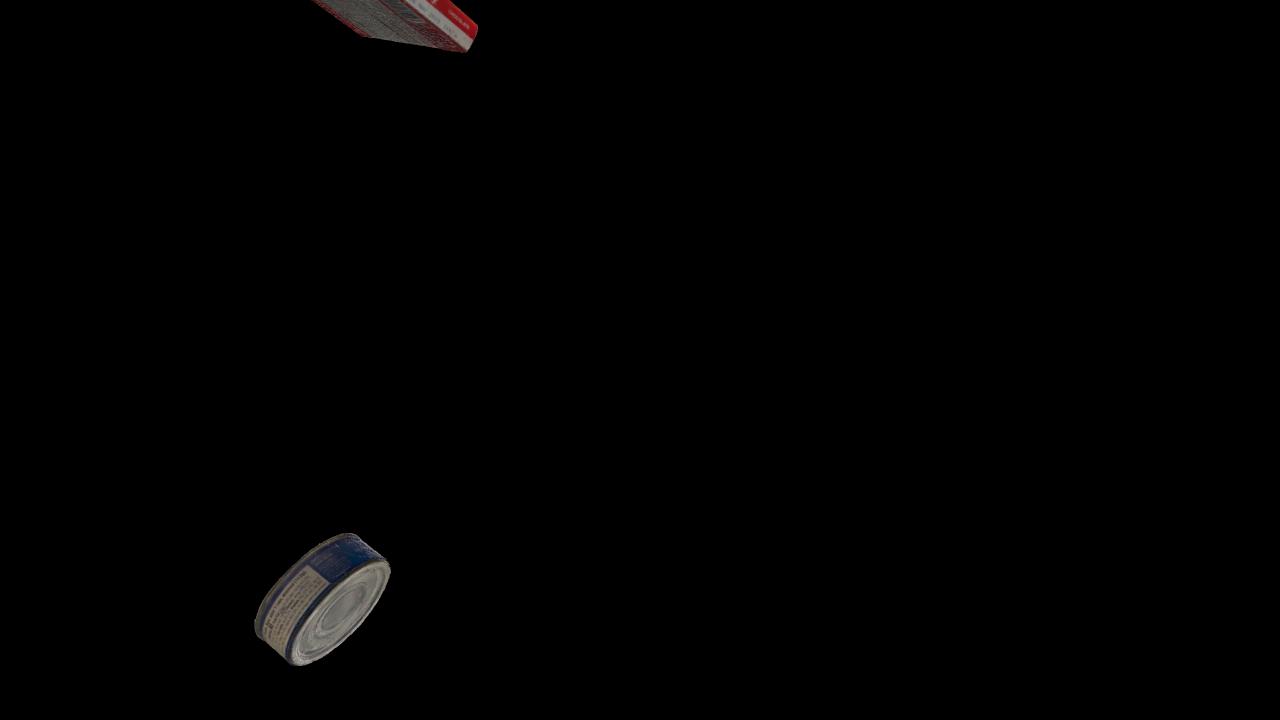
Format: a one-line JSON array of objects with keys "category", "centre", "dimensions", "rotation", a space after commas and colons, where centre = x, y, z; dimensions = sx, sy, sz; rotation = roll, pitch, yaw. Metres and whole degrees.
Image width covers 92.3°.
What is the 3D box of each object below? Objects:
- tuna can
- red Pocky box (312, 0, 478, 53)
[{"category": "tuna can", "centre": [-0.216, 0.165, 0.426], "dimensions": [0.034, 0.084, 0.084], "rotation": [31, 8, 14]}, {"category": "red Pocky box", "centre": [-0.215, -0.295, 0.504], "dimensions": [0.155, 0.028, 0.083], "rotation": [24, 3, 29]}]
